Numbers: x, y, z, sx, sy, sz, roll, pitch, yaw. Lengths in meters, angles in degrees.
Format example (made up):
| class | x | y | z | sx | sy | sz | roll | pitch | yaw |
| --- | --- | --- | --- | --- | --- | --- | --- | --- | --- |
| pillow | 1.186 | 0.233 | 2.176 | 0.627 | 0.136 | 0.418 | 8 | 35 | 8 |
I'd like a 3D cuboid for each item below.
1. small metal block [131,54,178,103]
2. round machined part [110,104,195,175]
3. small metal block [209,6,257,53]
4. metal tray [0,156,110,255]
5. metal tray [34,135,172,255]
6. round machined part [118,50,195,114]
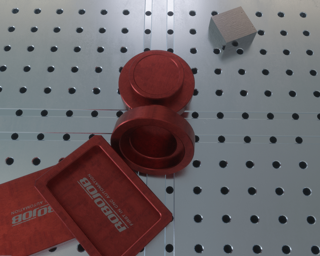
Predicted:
| class | x | y | z | sx | sy | sz | roll | pitch | yaw |
| --- | --- | --- | --- | --- | --- | --- | --- | --- | --- |
| small metal block | -0.008 | -0.070 | 0.437 | 0.050 | 0.025 | 0.050 | -19 | 71 | -7 |
| round machined part | -0.007 | 0.010 | 0.375 | 0.099 | 0.097 | 0.042 | 8 | 44 | 3 |
| small metal block | 0.109 | -0.149 | 0.467 | 0.050 | 0.025 | 0.050 | -22 | 72 | -8 |
| metal tray | -0.134 | 0.097 | 0.373 | 0.131 | 0.030 | 0.090 | -19 | 71 | -7 |
| metal tray | -0.062 | 0.083 | 0.346 | 0.090 | 0.030 | 0.130 | -40 | 77 | -18 |
| round machined part | -0.004 | -0.059 | 0.398 | 0.099 | 0.042 | 0.098 | 0 | 70 | -1 |
